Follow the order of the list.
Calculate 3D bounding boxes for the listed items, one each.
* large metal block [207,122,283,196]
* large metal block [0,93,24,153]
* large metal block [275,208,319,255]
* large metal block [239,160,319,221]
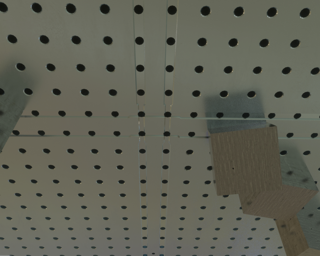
[{"bbox_3d":[0.109,0.039,0.406,0.080,0.050,0.079,-7,96,5],"label":"large metal block"},{"bbox_3d":[-0.226,0.006,0.377,0.080,0.080,0.050,-29,125,22],"label":"large metal block"},{"bbox_3d":[0.262,0.192,0.544,0.081,0.080,0.050,19,128,-16],"label":"large metal block"},{"bbox_3d":[0.178,0.095,0.479,0.081,0.050,0.079,12,129,-11],"label":"large metal block"}]
